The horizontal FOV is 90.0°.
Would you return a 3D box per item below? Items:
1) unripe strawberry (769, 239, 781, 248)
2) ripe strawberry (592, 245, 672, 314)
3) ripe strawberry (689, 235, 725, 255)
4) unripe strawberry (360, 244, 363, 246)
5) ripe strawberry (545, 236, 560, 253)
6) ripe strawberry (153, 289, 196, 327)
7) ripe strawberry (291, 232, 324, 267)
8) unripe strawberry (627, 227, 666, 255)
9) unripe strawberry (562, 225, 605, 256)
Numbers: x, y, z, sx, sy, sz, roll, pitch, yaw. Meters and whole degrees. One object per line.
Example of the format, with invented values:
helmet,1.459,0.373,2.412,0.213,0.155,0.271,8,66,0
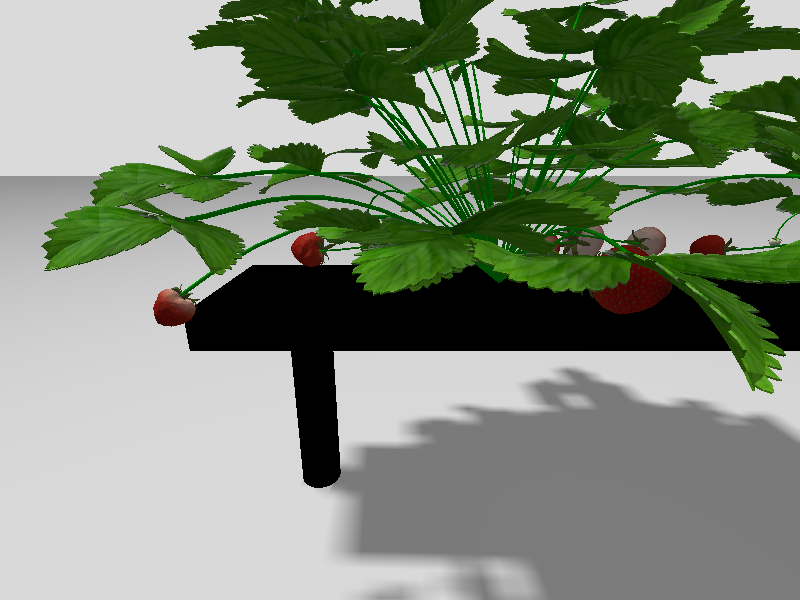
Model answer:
unripe strawberry,0.465,-0.070,0.497,0.010,0.011,0.011,-10,21,-26
ripe strawberry,0.168,-0.014,0.290,0.050,0.050,0.047,18,26,40
ripe strawberry,0.323,-0.053,0.422,0.030,0.031,0.028,5,20,16
unripe strawberry,-0.041,-0.074,0.502,0.023,0.023,0.019,-16,25,-39
ripe strawberry,0.165,-0.059,0.443,0.026,0.030,0.029,15,24,37
ripe strawberry,-0.150,0.006,0.264,0.025,0.024,0.022,42,-2,-30
ripe strawberry,-0.095,-0.053,0.415,0.034,0.035,0.031,5,20,17
unripe strawberry,0.284,-0.067,0.457,0.039,0.034,0.039,-9,21,-27
unripe strawberry,0.210,-0.070,0.455,0.049,0.048,0.045,-15,24,-38
